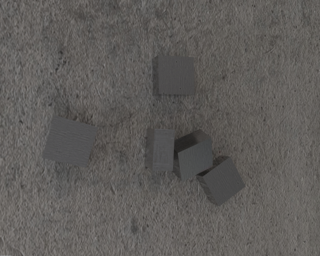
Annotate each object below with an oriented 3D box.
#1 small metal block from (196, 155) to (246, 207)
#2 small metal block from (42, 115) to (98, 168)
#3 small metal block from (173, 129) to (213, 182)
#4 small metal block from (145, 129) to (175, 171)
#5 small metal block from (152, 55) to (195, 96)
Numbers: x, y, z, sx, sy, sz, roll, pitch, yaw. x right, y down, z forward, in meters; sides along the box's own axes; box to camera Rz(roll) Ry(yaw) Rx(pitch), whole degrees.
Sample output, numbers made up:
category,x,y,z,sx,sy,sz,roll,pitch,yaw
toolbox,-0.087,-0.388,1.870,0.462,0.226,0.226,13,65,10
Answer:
category,x,y,z,sx,sy,sz,roll,pitch,yaw
small metal block,0.085,0.074,0.441,0.050,0.025,0.050,-32,101,-17
small metal block,-0.107,0.016,0.369,0.050,0.025,0.050,17,84,-19
small metal block,0.042,0.036,0.413,0.050,0.025,0.050,-23,126,-19
small metal block,-0.001,0.026,0.394,0.025,0.050,0.050,3,89,-14
small metal block,0.018,-0.069,0.415,0.050,0.025,0.050,-1,91,-20
